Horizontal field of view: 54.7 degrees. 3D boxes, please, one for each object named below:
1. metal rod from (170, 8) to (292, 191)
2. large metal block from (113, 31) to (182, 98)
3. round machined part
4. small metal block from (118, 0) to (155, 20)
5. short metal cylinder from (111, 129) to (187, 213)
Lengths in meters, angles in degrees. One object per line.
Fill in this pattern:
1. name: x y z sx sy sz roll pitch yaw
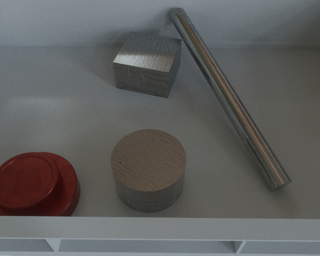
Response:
1. metal rod: 0.083 -0.056 0.418 0.025 0.025 0.299 -17 63 -14
2. large metal block: -0.016 -0.097 0.471 0.080 0.050 0.080 12 51 10
3. round machined part: -0.141 0.065 0.337 0.099 0.042 0.098 0 50 0
4. small metal block: -0.046 -0.243 0.611 0.050 0.025 0.050 -34 58 -26
5. short metal cylinder: -0.012 0.048 0.349 0.081 0.050 0.080 0 50 0
